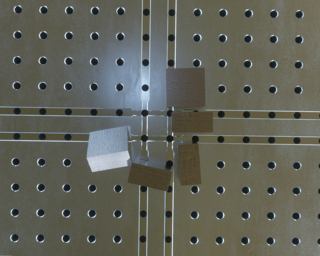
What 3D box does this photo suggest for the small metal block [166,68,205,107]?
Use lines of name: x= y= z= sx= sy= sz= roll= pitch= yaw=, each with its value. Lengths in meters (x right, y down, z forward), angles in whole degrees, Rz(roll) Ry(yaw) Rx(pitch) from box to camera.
small metal block: x=0.033 y=-0.053 z=0.414 sx=0.050 sy=0.025 sz=0.050 roll=-1 pitch=90 yaw=0

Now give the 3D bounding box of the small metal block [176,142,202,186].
small metal block: x=0.036 y=0.044 z=0.401 sx=0.025 sy=0.050 sz=0.050 roll=-4 pitch=90 yaw=0

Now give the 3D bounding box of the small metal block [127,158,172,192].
small metal block: x=-0.012 y=0.059 z=0.401 sx=0.050 sy=0.050 sz=0.025 roll=13 pitch=90 yaw=0

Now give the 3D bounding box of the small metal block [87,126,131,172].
small metal block: x=-0.064 y=0.026 z=0.398 sx=0.050 sy=0.050 sz=0.025 roll=-10 pitch=128 yaw=0

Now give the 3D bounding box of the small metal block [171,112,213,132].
small metal block: x=0.039 y=-0.007 z=0.401 sx=0.050 sy=0.050 sz=0.025 roll=0 pitch=90 yaw=0
